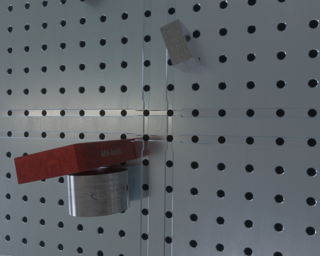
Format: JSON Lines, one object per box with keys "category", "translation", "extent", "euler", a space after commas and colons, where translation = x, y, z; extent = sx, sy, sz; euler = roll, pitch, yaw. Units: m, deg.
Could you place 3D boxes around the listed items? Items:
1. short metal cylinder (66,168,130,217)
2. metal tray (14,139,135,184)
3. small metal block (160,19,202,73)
{"category": "short metal cylinder", "translation": [-0.081, 0.083, 0.412], "extent": [0.080, 0.080, 0.050], "euler": [-4, 89, 20]}
{"category": "metal tray", "translation": [-0.101, 0.039, 0.392], "extent": [0.090, 0.130, 0.030], "euler": [-13, 86, 19]}
{"category": "small metal block", "translation": [0.027, -0.101, 0.390], "extent": [0.025, 0.050, 0.050], "euler": [-21, 83, 19]}
